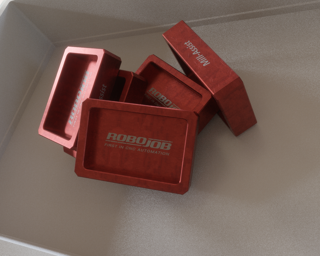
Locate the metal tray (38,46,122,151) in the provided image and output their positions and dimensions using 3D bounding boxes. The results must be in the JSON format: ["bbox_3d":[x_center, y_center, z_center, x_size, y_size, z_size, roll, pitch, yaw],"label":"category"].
[{"bbox_3d":[-0.109,-0.041,0.413,0.090,0.030,0.129,16,87,41],"label":"metal tray"}]

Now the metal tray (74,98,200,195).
[{"bbox_3d":[-0.026,0.018,0.351,0.131,0.030,0.089,8,93,11],"label":"metal tray"}]

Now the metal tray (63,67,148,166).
[{"bbox_3d":[-0.076,-0.015,0.419,0.090,0.030,0.129,18,89,41],"label":"metal tray"}]

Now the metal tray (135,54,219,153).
[{"bbox_3d":[0.004,-0.033,0.411,0.090,0.030,0.130,-50,51,3],"label":"metal tray"}]

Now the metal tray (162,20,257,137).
[{"bbox_3d":[0.058,-0.060,0.369,0.030,0.090,0.130,-35,52,5],"label":"metal tray"}]
